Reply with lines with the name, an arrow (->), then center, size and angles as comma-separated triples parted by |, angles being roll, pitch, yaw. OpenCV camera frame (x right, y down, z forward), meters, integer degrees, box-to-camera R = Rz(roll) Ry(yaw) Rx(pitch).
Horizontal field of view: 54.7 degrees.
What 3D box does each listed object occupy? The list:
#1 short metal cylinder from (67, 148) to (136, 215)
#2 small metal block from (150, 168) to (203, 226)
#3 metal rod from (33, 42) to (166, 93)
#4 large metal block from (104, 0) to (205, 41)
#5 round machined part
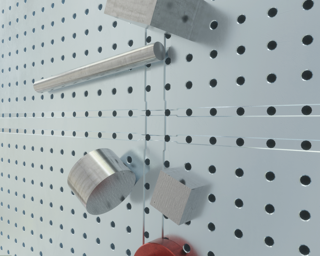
short metal cylinder -> -0.082, 0.075, 0.439 | 0.050, 0.081, 0.079 | 41, 115, 32
small metal block -> 0.020, 0.085, 0.391 | 0.050, 0.025, 0.050 | 27, 107, 36
metal rod -> -0.116, -0.090, 0.502 | 0.300, 0.025, 0.025 | -5, 87, 39
large metal block -> -0.007, -0.147, 0.377 | 0.080, 0.081, 0.050 | 28, 107, 36
round machined part -> -0.003, 0.198, 0.399 | 0.098, 0.042, 0.097 | 0, 90, 39
